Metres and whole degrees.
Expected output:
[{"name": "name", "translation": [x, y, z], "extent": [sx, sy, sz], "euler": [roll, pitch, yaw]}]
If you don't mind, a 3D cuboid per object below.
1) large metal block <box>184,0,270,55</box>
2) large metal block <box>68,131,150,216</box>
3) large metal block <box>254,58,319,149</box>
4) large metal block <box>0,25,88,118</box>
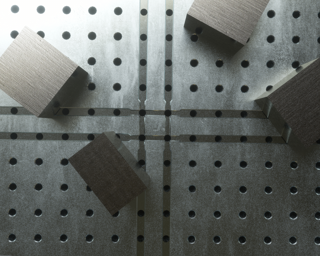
[{"name": "large metal block", "translation": [0.087, -0.155, 0.402], "extent": [0.080, 0.050, 0.080], "euler": [29, 90, -1]}, {"name": "large metal block", "translation": [-0.059, 0.051, 0.385], "extent": [0.050, 0.080, 0.080], "euler": [-38, 90, 0]}, {"name": "large metal block", "translation": [0.187, -0.031, 0.403], "extent": [0.080, 0.050, 0.080], "euler": [-37, 90, 0]}, {"name": "large metal block", "translation": [-0.155, -0.069, 0.399], "extent": [0.080, 0.050, 0.080], "euler": [38, 90, -1]}]
